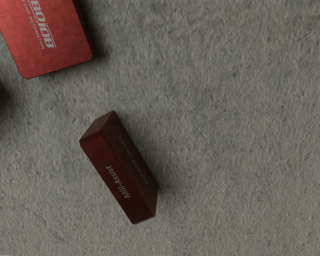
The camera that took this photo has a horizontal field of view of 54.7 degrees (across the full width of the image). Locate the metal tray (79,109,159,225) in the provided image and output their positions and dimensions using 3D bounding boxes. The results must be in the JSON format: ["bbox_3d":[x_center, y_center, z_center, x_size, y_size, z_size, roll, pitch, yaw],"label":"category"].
[{"bbox_3d":[-0.047,0.048,0.405,0.030,0.090,0.130,-26,107,12],"label":"metal tray"}]

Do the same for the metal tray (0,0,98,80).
[{"bbox_3d":[-0.138,-0.131,0.357,0.090,0.030,0.129,-16,110,5],"label":"metal tray"}]
